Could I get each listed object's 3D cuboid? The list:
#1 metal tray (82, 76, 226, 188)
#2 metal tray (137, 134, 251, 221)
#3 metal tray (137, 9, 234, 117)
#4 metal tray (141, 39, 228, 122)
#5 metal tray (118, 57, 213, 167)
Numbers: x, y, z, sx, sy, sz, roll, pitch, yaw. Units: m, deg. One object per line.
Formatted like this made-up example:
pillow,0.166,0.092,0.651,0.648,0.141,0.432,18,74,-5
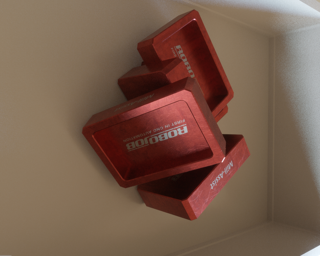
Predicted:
metal tray,-0.006,0.010,0.334,0.090,0.130,0.030,60,25,-23
metal tray,0.045,0.055,0.402,0.131,0.090,0.030,-40,115,-33
metal tray,0.038,-0.071,0.396,0.090,0.030,0.130,-44,116,-31
metal tray,0.039,-0.055,0.438,0.090,0.030,0.130,-41,114,-31
metal tray,0.014,-0.015,0.374,0.030,0.090,0.130,-45,117,-31
